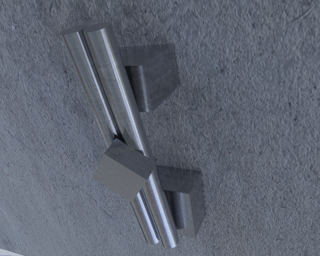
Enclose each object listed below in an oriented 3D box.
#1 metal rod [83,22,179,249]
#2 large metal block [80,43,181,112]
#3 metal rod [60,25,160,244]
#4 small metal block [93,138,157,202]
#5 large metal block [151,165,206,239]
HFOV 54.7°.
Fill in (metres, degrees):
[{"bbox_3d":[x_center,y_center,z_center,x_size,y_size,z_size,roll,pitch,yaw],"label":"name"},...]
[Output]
[{"bbox_3d":[-0.020,0.034,0.346,0.025,0.025,0.298,3,127,27],"label":"metal rod"},{"bbox_3d":[-0.032,-0.059,0.353,0.080,0.080,0.050,3,120,26],"label":"large metal block"},{"bbox_3d":[-0.043,0.033,0.357,0.025,0.025,0.298,3,127,27],"label":"metal rod"},{"bbox_3d":[-0.038,0.046,0.331,0.050,0.025,0.050,32,134,0],"label":"small metal block"},{"bbox_3d":[0.017,0.103,0.446,0.080,0.050,0.079,5,121,25],"label":"large metal block"}]
